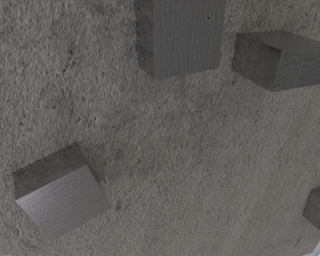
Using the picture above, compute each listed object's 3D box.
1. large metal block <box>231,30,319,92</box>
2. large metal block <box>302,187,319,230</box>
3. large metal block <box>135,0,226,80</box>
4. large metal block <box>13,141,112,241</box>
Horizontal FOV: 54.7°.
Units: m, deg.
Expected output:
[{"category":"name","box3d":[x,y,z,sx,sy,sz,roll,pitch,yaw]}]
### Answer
[{"category":"large metal block","box3d":[0.152,-0.089,0.399,0.081,0.080,0.050,-11,123,-23]},{"category":"large metal block","box3d":[0.384,0.176,0.709,0.081,0.050,0.079,-14,124,-21]},{"category":"large metal block","box3d":[0.020,-0.105,0.337,0.081,0.050,0.079,-14,124,-21]},{"category":"large metal block","box3d":[-0.116,0.076,0.374,0.080,0.050,0.080,-27,128,-11]}]
